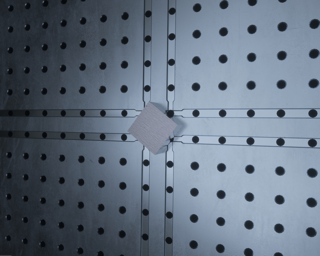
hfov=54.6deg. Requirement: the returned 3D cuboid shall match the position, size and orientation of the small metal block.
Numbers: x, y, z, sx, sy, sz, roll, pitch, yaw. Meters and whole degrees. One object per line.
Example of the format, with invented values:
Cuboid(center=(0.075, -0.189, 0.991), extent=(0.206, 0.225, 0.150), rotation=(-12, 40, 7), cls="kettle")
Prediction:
Cuboid(center=(-0.006, 0.000, 0.415), extent=(0.050, 0.025, 0.050), rotation=(40, 103, 15), cls="small metal block")
